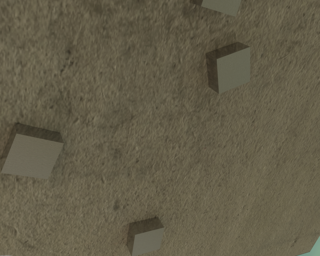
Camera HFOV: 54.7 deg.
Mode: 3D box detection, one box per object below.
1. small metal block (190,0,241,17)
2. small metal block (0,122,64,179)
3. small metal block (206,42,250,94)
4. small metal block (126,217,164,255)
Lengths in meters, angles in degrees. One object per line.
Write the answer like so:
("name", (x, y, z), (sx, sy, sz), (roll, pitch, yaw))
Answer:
("small metal block", (0.068, -0.158, 0.348), (0.050, 0.025, 0.050), (3, 117, -30))
("small metal block", (-0.143, 0.026, 0.346), (0.050, 0.025, 0.050), (17, 110, -35))
("small metal block", (0.091, -0.080, 0.409), (0.050, 0.025, 0.050), (-23, 127, -15))
("small metal block", (-0.024, 0.177, 0.505), (0.050, 0.025, 0.050), (-5, 121, -26))
